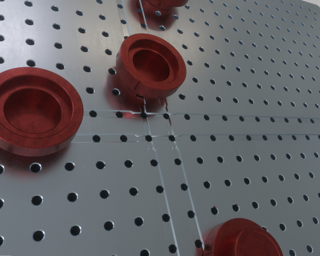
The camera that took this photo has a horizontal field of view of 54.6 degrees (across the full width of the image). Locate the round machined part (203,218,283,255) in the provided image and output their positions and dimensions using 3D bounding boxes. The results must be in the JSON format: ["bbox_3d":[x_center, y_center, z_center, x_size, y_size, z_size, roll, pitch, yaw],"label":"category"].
[{"bbox_3d":[0.103,0.153,0.359,0.099,0.042,0.098,13,56,-21],"label":"round machined part"}]

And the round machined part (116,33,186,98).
[{"bbox_3d":[-0.016,-0.082,0.439,0.099,0.042,0.098,13,56,-21],"label":"round machined part"}]

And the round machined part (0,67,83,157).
[{"bbox_3d":[-0.136,-0.014,0.332,0.099,0.042,0.098,13,56,-21],"label":"round machined part"}]

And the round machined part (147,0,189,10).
[{"bbox_3d":[0.007,-0.251,0.554,0.099,0.042,0.098,13,56,-21],"label":"round machined part"}]
